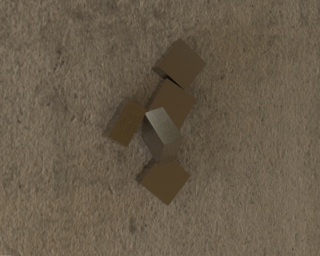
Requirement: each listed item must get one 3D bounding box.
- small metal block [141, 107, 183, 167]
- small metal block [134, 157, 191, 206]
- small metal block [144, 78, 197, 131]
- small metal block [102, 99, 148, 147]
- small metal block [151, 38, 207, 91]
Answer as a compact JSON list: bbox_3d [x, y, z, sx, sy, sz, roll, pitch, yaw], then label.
[{"bbox_3d":[0.001,0.011,0.382,0.025,0.050,0.050,-20,59,-22],"label":"small metal block"},{"bbox_3d":[0.004,0.066,0.412,0.050,0.025,0.050,43,77,-16],"label":"small metal block"},{"bbox_3d":[0.013,-0.031,0.415,0.050,0.025,0.050,33,79,-18],"label":"small metal block"},{"bbox_3d":[-0.045,-0.006,0.380,0.025,0.050,0.050,31,80,-17],"label":"small metal block"},{"bbox_3d":[0.026,-0.084,0.420,0.050,0.025,0.050,41,77,-16],"label":"small metal block"}]
